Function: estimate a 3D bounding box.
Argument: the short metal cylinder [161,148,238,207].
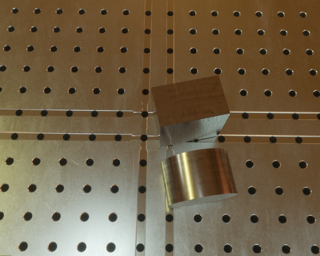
[{"bbox_3d":[0.044,0.060,0.361,0.081,0.080,0.050,-9,71,-3],"label":"short metal cylinder"}]

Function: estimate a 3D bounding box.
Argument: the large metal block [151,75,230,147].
[{"bbox_3d":[0.034,-0.018,0.389,0.081,0.080,0.050,-11,71,-4],"label":"large metal block"}]
